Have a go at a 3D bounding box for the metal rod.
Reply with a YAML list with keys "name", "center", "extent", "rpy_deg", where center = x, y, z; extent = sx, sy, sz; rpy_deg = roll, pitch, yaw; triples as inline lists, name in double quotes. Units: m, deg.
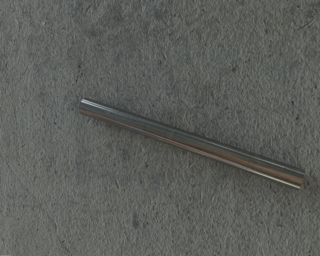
- name: "metal rod"
  center: [0.026, 0.014, 0.400]
  extent: [0.301, 0.025, 0.025]
  rpy_deg: [19, 96, 19]
